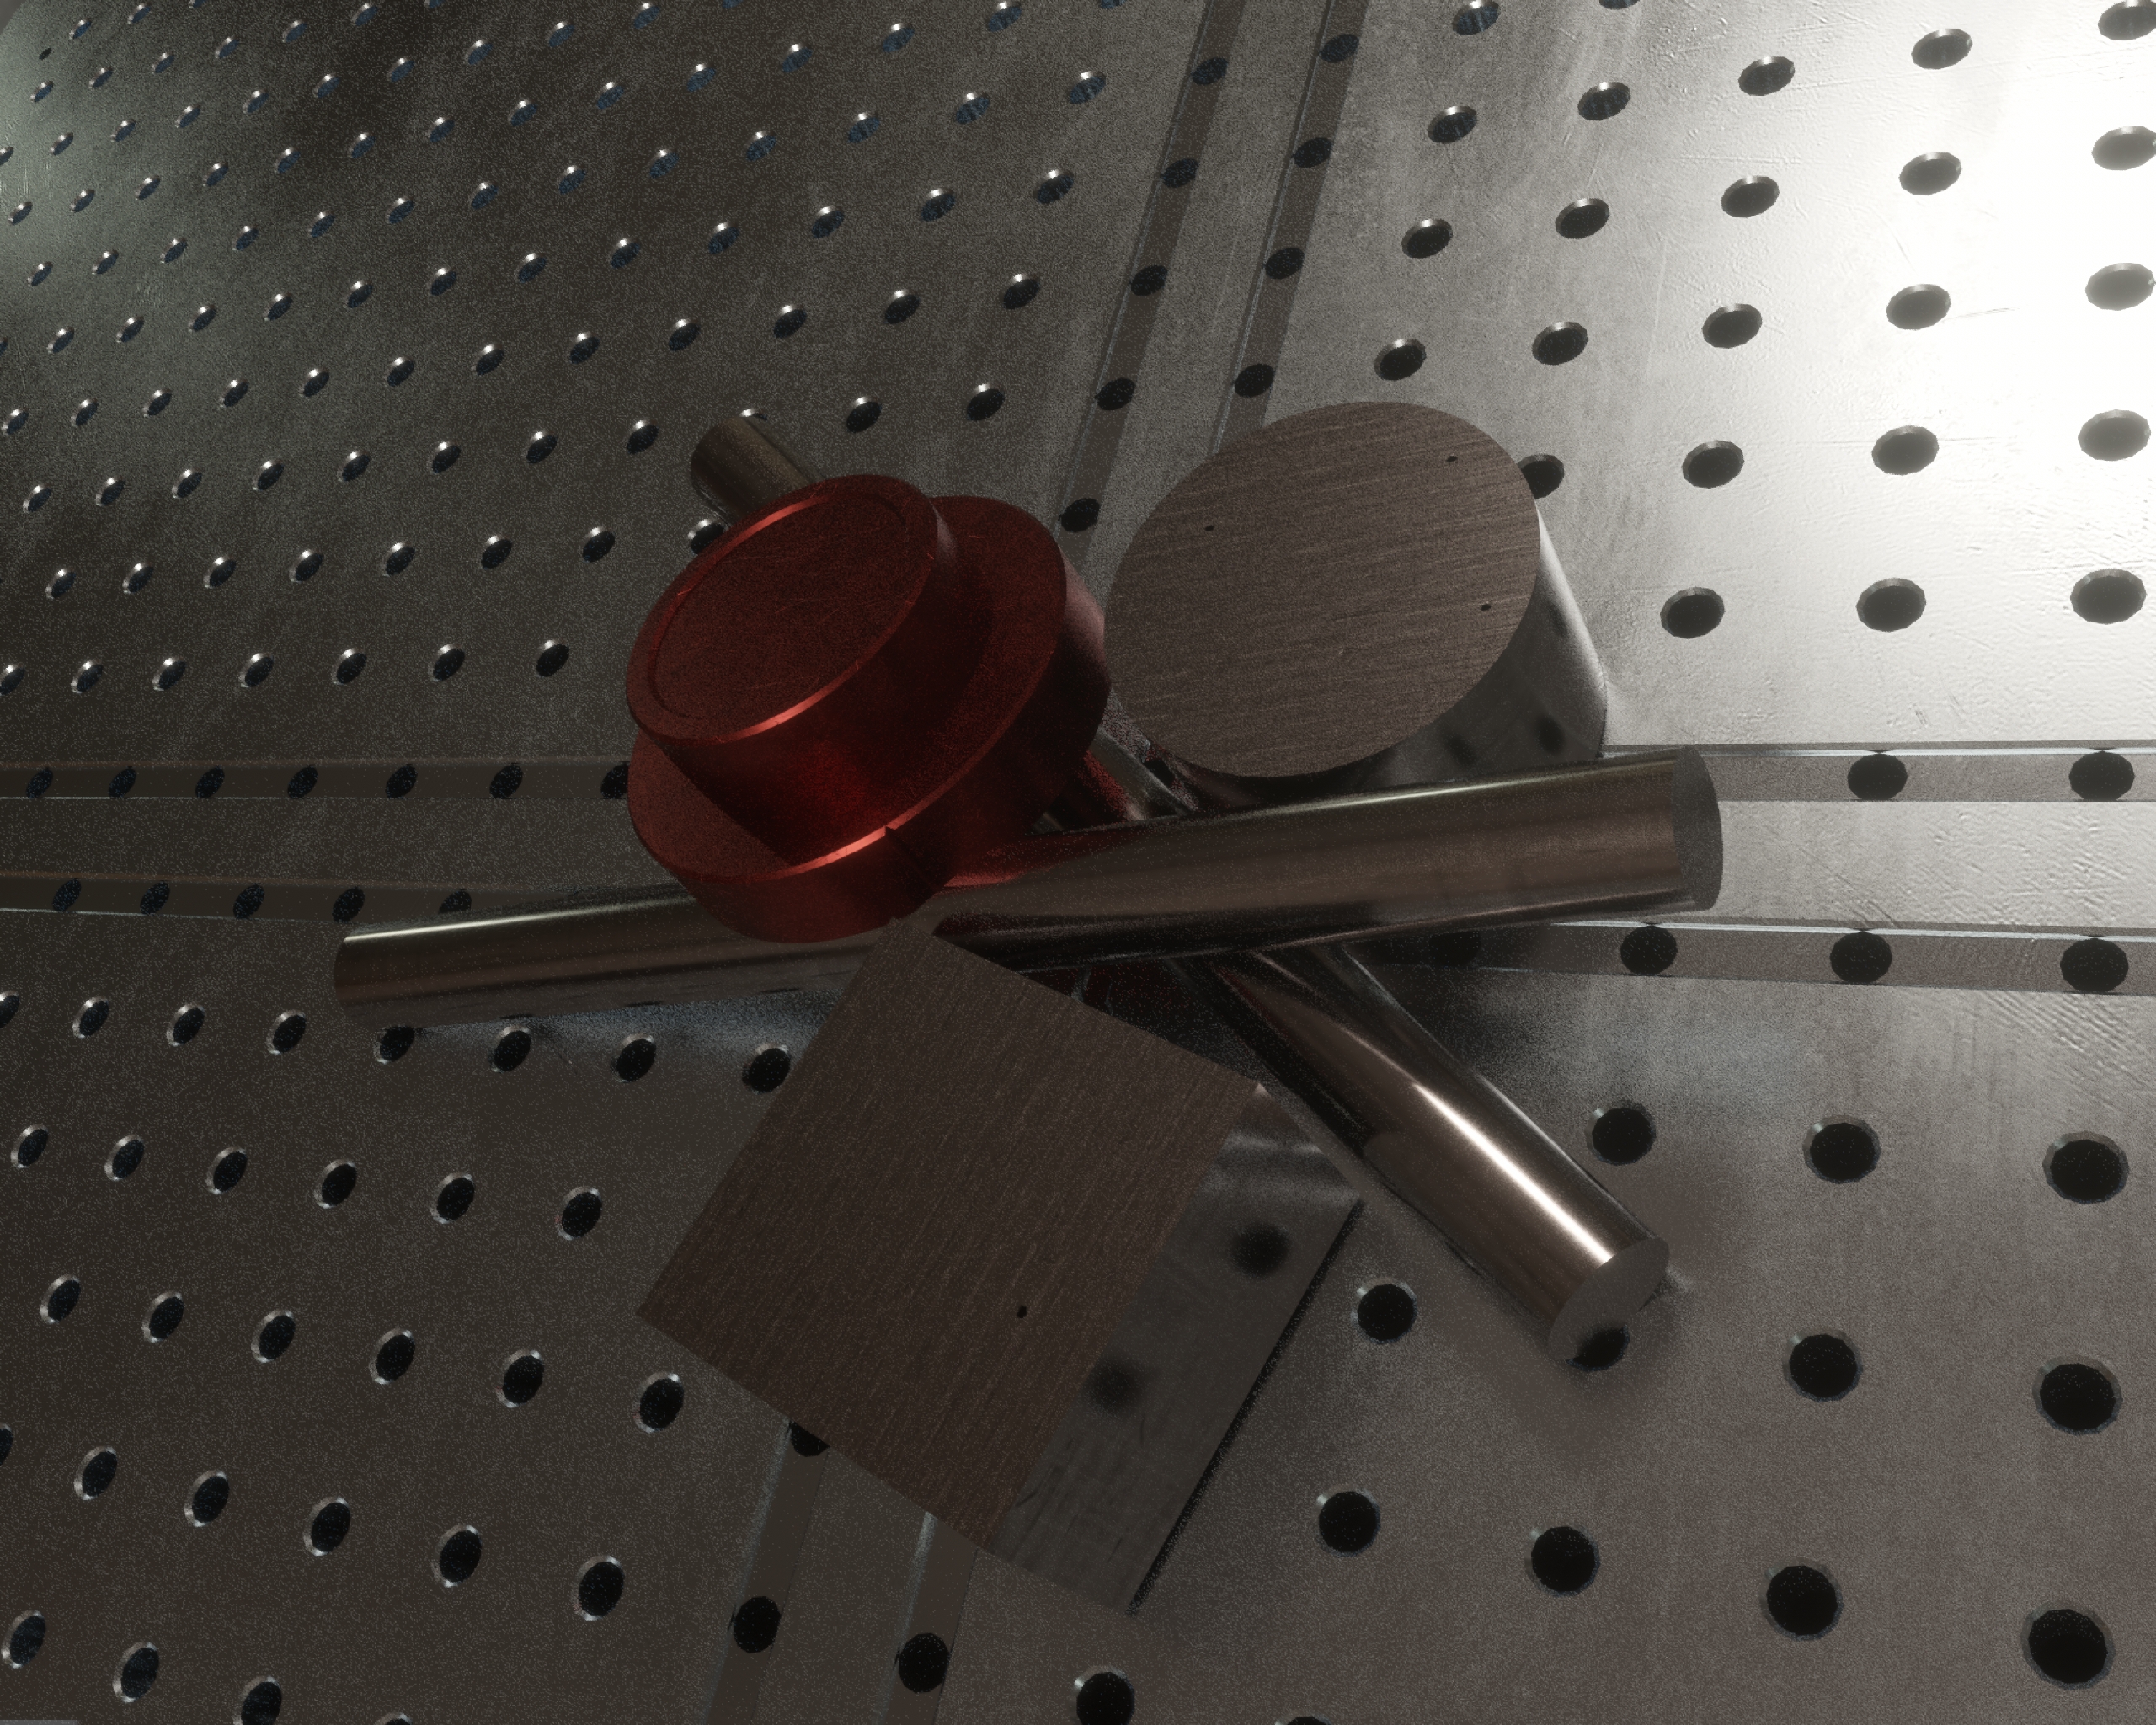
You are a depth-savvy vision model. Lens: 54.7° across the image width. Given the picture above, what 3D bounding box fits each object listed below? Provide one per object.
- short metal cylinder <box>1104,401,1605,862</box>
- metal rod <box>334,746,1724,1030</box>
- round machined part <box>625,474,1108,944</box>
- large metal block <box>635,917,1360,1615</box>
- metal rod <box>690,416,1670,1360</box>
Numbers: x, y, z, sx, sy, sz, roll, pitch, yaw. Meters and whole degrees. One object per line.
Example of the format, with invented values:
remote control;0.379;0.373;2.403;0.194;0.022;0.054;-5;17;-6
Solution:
short metal cylinder;0.052;-0.038;0.386;0.080;0.050;0.080;-13;56;20
metal rod;-0.033;0.010;0.394;0.300;0.025;0.025;-7;58;32
round machined part;-0.046;-0.036;0.399;0.098;0.042;0.098;-19;44;20
large metal block;-0.013;0.066;0.354;0.080;0.050;0.080;22;73;35
metal rod;0.000;-0.015;0.417;0.025;0.025;0.300;-43;51;-2
